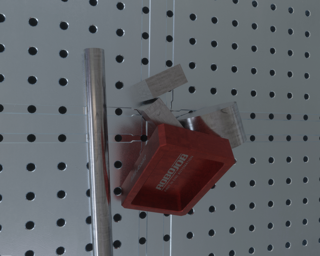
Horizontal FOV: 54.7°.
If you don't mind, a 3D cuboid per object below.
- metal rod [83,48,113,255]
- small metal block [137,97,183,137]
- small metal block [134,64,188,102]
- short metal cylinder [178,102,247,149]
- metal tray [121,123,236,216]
[{"bbox_3d":[-0.075,0.053,0.384,0.025,0.025,0.298,-3,91,-20],"label":"metal rod"},{"bbox_3d":[0.000,-0.012,0.397,0.025,0.050,0.050,-41,103,-7],"label":"small metal block"},{"bbox_3d":[0.000,-0.057,0.399,0.050,0.050,0.025,-27,99,-18],"label":"small metal block"},{"bbox_3d":[0.068,0.001,0.408,0.081,0.080,0.050,-19,97,-19],"label":"short metal cylinder"},{"bbox_3d":[0.016,0.056,0.370,0.091,0.129,0.030,14,43,-20],"label":"metal tray"}]
